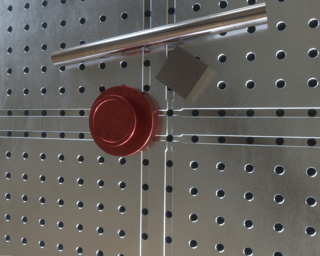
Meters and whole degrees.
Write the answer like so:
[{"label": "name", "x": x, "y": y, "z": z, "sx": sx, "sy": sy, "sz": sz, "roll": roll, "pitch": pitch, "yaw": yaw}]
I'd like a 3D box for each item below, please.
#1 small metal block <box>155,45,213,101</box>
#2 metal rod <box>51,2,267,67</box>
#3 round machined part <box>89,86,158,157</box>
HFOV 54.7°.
[{"label": "small metal block", "x": 0.031, "y": -0.070, "z": 0.402, "sx": 0.050, "sy": 0.025, "sz": 0.050, "roll": 37, "pitch": 102, "yaw": 16}, {"label": "metal rod", "x": -0.015, "y": -0.121, "z": 0.417, "sx": 0.301, "sy": 0.025, "sz": 0.025, "roll": -7, "pitch": 88, "yaw": 19}, {"label": "round machined part", "x": -0.055, "y": -0.009, "z": 0.423, "sx": 0.098, "sy": 0.042, "sz": 0.097, "roll": 0, "pitch": 90, "yaw": 20}]
